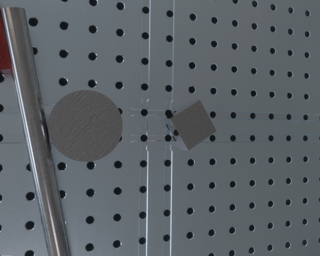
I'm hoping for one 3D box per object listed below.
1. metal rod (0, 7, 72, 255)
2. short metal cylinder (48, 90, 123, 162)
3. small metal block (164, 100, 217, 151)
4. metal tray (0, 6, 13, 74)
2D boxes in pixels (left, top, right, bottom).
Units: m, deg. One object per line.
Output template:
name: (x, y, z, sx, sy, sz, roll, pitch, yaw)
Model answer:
metal rod: (-0.134, 0.024, 0.345, 0.025, 0.025, 0.298, -11, 101, -20)
short metal cylinder: (-0.089, -0.002, 0.366, 0.081, 0.050, 0.080, 0, 90, -20)
small metal block: (0.042, -0.004, 0.428, 0.050, 0.025, 0.050, -33, 101, -17)
metal tray: (-0.232, -0.094, 0.324, 0.131, 0.030, 0.089, -15, 95, -20)
